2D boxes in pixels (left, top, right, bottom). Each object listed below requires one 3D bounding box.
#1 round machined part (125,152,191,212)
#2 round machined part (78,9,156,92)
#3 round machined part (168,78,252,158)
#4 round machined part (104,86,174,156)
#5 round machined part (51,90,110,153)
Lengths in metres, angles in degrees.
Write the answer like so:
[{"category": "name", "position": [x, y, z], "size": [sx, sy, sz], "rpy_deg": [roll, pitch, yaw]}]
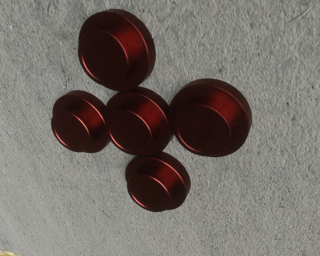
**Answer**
[{"category": "round machined part", "position": [-0.008, 0.083, 0.451], "size": [0.098, 0.042, 0.097], "rpy_deg": [13, 124, 20]}, {"category": "round machined part", "position": [-0.058, -0.089, 0.372], "size": [0.098, 0.042, 0.097], "rpy_deg": [13, 124, 20]}, {"category": "round machined part", "position": [0.054, -0.005, 0.365], "size": [0.098, 0.042, 0.097], "rpy_deg": [13, 124, 20]}, {"category": "round machined part", "position": [-0.032, -0.003, 0.411], "size": [0.098, 0.042, 0.097], "rpy_deg": [13, 124, 20]}, {"category": "round machined part", "position": [-0.119, -0.003, 0.456], "size": [0.098, 0.042, 0.097], "rpy_deg": [13, 124, 20]}]
